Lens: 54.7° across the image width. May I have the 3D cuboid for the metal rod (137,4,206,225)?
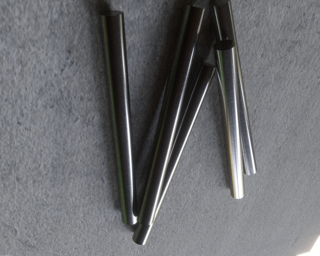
[{"bbox_3d":[0.009,0.000,0.401,0.025,0.025,0.298,0,115,-29],"label":"metal rod"}]

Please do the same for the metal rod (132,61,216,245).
[{"bbox_3d":[0.014,0.050,0.446,0.025,0.025,0.298,6,116,-31],"label":"metal rod"}]

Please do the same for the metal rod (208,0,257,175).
[{"bbox_3d":[0.112,-0.037,0.447,0.025,0.025,0.299,-30,129,-10],"label":"metal rod"}]

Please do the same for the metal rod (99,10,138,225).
[{"bbox_3d":[-0.047,0.011,0.389,0.025,0.025,0.298,-15,125,-21],"label":"metal rod"}]

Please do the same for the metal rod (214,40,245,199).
[{"bbox_3d":[0.108,0.010,0.460,0.025,0.025,0.299,-27,133,-12],"label":"metal rod"}]
